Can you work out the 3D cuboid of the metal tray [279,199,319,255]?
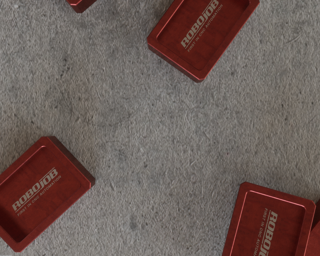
[{"bbox_3d":[0.221,0.167,0.409,0.090,0.030,0.130,38,90,0],"label":"metal tray"}]

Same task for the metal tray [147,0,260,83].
[{"bbox_3d":[0.055,-0.137,0.407,0.090,0.030,0.130,36,90,0],"label":"metal tray"}]

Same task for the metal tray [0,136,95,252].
[{"bbox_3d":[-0.163,0.084,0.406,0.130,0.030,0.090,-43,90,0],"label":"metal tray"}]

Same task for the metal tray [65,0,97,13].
[{"bbox_3d":[-0.090,-0.228,0.406,0.130,0.030,0.090,-41,90,0],"label":"metal tray"}]

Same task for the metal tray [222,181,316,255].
[{"bbox_3d":[0.131,0.142,0.389,0.090,0.030,0.129,15,83,15],"label":"metal tray"}]
